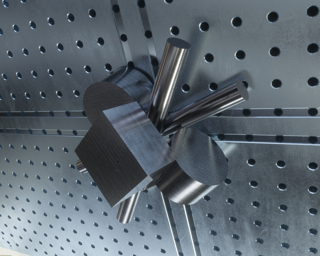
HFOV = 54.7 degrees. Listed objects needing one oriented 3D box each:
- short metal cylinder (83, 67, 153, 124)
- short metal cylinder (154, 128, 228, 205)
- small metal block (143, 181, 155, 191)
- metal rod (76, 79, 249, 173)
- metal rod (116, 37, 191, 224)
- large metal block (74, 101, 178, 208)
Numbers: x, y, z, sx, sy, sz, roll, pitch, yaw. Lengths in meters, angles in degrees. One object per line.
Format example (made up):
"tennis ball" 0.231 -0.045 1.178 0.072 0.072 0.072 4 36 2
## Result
"short metal cylinder" -0.050 -0.031 0.397 0.080 0.050 0.079 13 124 21
"short metal cylinder" 0.036 0.047 0.381 0.080 0.080 0.050 40 130 1
"small metal block" -0.018 0.058 0.452 0.050 0.025 0.050 -31 101 38
"metal rod" -0.019 0.011 0.423 0.299 0.025 0.025 -26 105 37
"metal rod" -0.019 0.027 0.401 0.025 0.025 0.298 27 128 11
"large metal block" -0.040 0.030 0.348 0.080 0.050 0.080 54 131 12
